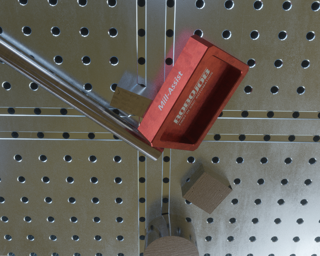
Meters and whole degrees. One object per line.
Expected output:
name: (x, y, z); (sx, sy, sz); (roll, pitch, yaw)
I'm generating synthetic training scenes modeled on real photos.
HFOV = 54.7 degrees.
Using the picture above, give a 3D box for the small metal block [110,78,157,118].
small metal block: (-0.031, -0.037, 0.386); (0.050, 0.050, 0.025); (21, 109, -8)

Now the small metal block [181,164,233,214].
small metal block: (0.067, 0.088, 0.447); (0.050, 0.025, 0.050); (34, 106, -12)

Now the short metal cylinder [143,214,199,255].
short metal cylinder: (0.016, 0.178, 0.466); (0.081, 0.050, 0.079); (0, 110, -1)

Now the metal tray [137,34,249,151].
metal tray: (0.041, -0.035, 0.371); (0.091, 0.030, 0.129); (11, 116, -48)

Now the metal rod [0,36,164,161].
metal rod: (-0.122, -0.048, 0.393); (0.301, 0.025, 0.025); (34, 106, -12)
